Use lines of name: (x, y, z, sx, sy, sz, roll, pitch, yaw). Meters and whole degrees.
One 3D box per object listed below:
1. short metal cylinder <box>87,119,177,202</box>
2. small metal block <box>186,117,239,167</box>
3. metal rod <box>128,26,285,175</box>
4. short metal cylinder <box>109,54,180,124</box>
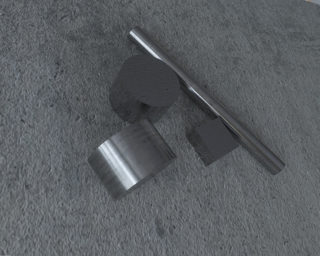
short metal cylinder: (-0.029, 0.035, 0.332, 0.081, 0.080, 0.050, -28, 78, -37)
small metal block: (0.073, 0.019, 0.432, 0.050, 0.025, 0.050, -24, 75, -36)
metal rod: (0.068, -0.042, 0.465, 0.300, 0.025, 0.025, 44, 51, 2)
short metal cylinder: (-0.021, -0.049, 0.406, 0.081, 0.050, 0.080, 14, 56, -21)
